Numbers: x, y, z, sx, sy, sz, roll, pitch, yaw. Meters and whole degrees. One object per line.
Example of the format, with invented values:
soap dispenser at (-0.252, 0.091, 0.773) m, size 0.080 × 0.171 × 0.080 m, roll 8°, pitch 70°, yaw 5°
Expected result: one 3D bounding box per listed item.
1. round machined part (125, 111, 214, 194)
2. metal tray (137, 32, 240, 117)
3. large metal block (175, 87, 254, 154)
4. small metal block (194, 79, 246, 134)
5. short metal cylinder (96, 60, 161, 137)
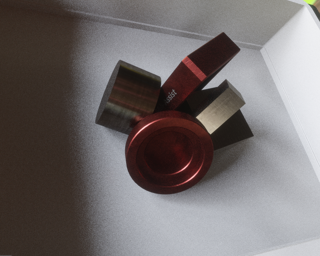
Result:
round machined part at (0.009, 0.025, 0.360) m, size 0.099 × 0.097 × 0.042 m, roll 19°, pitch 19°, yaw -18°
metal tray at (0.032, -0.053, 0.387) m, size 0.030 × 0.129 × 0.091 m, roll 47°, pitch 51°, yaw 3°
large metal block at (0.066, -0.006, 0.419) m, size 0.081 × 0.050 × 0.080 m, roll -15°, pitch 74°, yaw -34°
small metal block at (0.067, -0.026, 0.354) m, size 0.025 × 0.050 × 0.050 m, roll 44°, pitch 19°, yaw -7°
short metal cylinder at (-0.039, -0.034, 0.369) m, size 0.050 × 0.080 × 0.080 m, roll 21°, pitch 54°, yaw -17°
